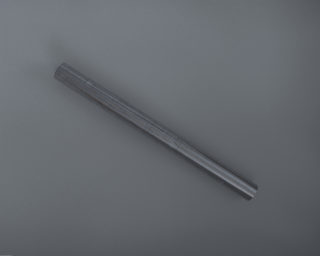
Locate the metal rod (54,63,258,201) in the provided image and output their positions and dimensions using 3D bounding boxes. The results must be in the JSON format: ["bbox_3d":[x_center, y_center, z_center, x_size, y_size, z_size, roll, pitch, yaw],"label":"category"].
[{"bbox_3d":[-0.005,0.005,0.409,0.301,0.025,0.025,32,90,-1],"label":"metal rod"}]
